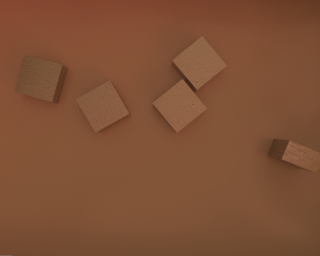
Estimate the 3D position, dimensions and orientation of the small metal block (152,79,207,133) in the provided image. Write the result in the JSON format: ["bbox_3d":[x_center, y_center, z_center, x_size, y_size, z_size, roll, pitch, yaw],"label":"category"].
[{"bbox_3d":[0.026,-0.029,0.412,0.050,0.025,0.050,-39,91,0],"label":"small metal block"}]

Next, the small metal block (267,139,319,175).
[{"bbox_3d":[0.176,0.036,0.401,0.050,0.050,0.025,22,90,-1],"label":"small metal block"}]

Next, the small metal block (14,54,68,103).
[{"bbox_3d":[-0.156,-0.064,0.409,0.050,0.025,0.050,15,90,-1],"label":"small metal block"}]

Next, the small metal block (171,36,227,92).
[{"bbox_3d":[0.051,-0.084,0.412,0.050,0.025,0.050,-40,91,0],"label":"small metal block"}]

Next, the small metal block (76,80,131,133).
[{"bbox_3d":[-0.074,-0.028,0.410,0.050,0.025,0.050,-30,90,-1],"label":"small metal block"}]
